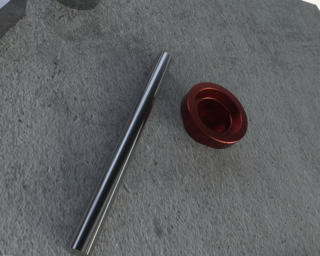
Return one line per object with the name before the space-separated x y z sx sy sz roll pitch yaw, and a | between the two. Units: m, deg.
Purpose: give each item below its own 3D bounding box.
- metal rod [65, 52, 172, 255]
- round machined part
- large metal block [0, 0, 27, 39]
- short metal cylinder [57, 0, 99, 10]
metal rod | -0.035 0.006 0.382 0.025 0.025 0.300 29 52 -11
round machined part | 0.072 -0.014 0.442 0.099 0.042 0.098 14 56 -21
large metal block | -0.216 -0.152 0.364 0.080 0.050 0.080 29 52 -10
short metal cylinder | -0.122 -0.223 0.459 0.081 0.050 0.080 14 56 -21
